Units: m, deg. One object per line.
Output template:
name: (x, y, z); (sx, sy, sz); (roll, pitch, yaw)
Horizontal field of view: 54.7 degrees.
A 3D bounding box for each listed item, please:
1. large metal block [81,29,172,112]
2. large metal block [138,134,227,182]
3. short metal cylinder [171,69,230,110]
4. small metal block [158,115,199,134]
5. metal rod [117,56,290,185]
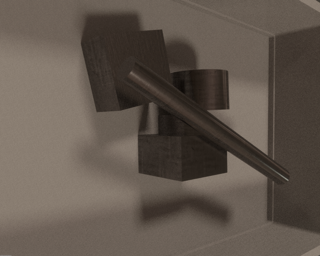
large metal block: (-0.036, -0.067, 0.362); (0.081, 0.050, 0.079); (-19, 102, -39)
large metal block: (0.028, 0.033, 0.397); (0.081, 0.080, 0.050); (-2, 92, -40)
short metal cylinder: (0.052, -0.048, 0.416); (0.081, 0.080, 0.050); (-5, 93, -40)
small metal block: (0.033, -0.005, 0.420); (0.050, 0.050, 0.025); (-2, 91, -40)
metal rod: (0.074, 0.009, 0.366); (0.301, 0.025, 0.025); (31, 71, -36)
